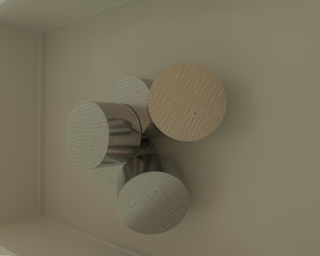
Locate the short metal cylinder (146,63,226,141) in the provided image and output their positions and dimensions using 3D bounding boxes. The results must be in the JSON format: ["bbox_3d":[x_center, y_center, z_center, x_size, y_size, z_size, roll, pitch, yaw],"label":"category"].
[{"bbox_3d":[0.026,-0.026,0.339,0.081,0.050,0.079,0,89,-5],"label":"short metal cylinder"}]

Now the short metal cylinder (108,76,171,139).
[{"bbox_3d":[-0.024,-0.025,0.406,0.080,0.050,0.079,0,90,39],"label":"short metal cylinder"}]

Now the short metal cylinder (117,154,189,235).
[{"bbox_3d":[-0.010,0.077,0.367,0.050,0.081,0.079,-112,39,-71],"label":"short metal cylinder"}]

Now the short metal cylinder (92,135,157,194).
[{"bbox_3d":[-0.050,0.047,0.428,0.080,0.050,0.079,0,90,39],"label":"short metal cylinder"}]

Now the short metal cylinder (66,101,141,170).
[{"bbox_3d":[-0.070,0.008,0.377,0.080,0.050,0.079,0,90,39],"label":"short metal cylinder"}]
